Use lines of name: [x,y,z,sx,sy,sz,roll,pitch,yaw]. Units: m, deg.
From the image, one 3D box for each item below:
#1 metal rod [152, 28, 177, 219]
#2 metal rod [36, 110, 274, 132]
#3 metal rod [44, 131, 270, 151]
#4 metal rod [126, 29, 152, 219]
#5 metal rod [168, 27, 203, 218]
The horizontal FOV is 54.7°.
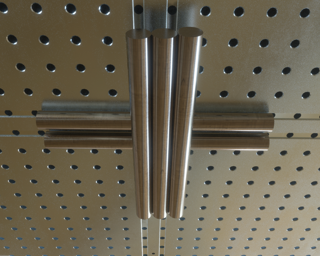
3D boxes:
metal rod: [0.002,0.021,0.397,0.025,0.025,0.298,0,130,-1]
metal rod: [-0.005,-0.009,0.404,0.302,0.025,0.025,1,130,-1]
metal rod: [-0.003,0.018,0.427,0.302,0.025,0.025,1,130,-1]
metal rod: [-0.023,0.022,0.397,0.025,0.025,0.298,0,130,-1]
metal rod: [0.027,0.020,0.397,0.025,0.025,0.298,0,130,-1]
